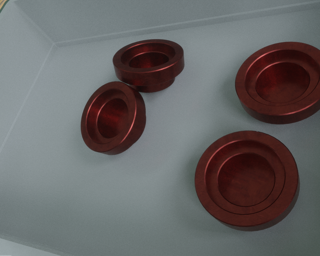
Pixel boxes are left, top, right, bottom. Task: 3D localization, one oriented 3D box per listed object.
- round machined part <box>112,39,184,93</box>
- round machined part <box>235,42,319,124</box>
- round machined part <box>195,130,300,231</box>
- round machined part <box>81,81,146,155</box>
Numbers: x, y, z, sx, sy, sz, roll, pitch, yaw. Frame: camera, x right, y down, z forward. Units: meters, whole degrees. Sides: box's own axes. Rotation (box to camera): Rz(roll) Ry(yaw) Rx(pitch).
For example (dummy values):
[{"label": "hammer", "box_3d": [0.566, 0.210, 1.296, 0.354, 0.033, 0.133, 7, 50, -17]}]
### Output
[{"label": "round machined part", "box_3d": [-0.014, -0.086, 0.439, 0.099, 0.042, 0.098, -5, 40, 4]}, {"label": "round machined part", "box_3d": [0.139, -0.046, 0.350, 0.098, 0.042, 0.098, -13, 56, 21]}, {"label": "round machined part", "box_3d": [0.089, 0.055, 0.315, 0.098, 0.042, 0.098, -13, 56, 21]}, {"label": "round machined part", "box_3d": [-0.058, -0.011, 0.422, 0.098, 0.042, 0.098, -12, 68, 32]}]
